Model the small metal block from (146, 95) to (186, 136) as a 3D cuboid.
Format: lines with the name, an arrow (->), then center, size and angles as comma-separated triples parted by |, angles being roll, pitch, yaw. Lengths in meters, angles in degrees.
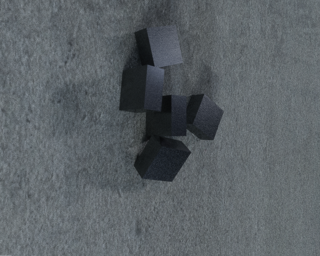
small metal block -> 0.007, -0.015, 0.396 | 0.025, 0.050, 0.050 | 0, 90, -41

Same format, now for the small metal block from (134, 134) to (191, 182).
small metal block -> 0.003, 0.040, 0.394 | 0.050, 0.025, 0.050 | 14, 115, -39

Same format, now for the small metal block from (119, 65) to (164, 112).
small metal block -> -0.023, -0.045, 0.371 | 0.025, 0.050, 0.050 | 7, 85, -40

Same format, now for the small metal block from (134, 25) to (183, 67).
small metal block -> -0.001, -0.105, 0.406 | 0.050, 0.025, 0.050 | -21, 103, -38

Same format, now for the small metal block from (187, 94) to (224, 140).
small metal block -> 0.063, -0.016, 0.460 | 0.050, 0.025, 0.050 | 36, 68, -35
